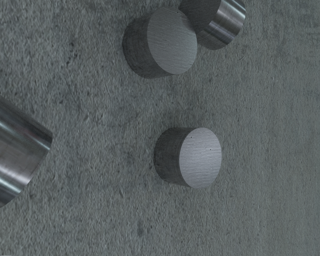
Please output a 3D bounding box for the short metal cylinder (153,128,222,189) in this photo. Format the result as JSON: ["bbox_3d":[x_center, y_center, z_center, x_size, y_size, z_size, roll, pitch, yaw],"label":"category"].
[{"bbox_3d":[0.038,0.039,0.420,0.081,0.050,0.080,0,90,-40],"label":"short metal cylinder"}]

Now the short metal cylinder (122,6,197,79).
[{"bbox_3d":[0.001,-0.104,0.388,0.081,0.050,0.080,0,90,-40],"label":"short metal cylinder"}]

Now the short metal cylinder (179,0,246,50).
[{"bbox_3d":[0.069,-0.155,0.426,0.050,0.080,0.080,16,80,-39],"label":"short metal cylinder"}]

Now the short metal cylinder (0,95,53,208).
[{"bbox_3d":[-0.136,0.019,0.255,0.050,0.080,0.080,44,64,-32],"label":"short metal cylinder"}]
